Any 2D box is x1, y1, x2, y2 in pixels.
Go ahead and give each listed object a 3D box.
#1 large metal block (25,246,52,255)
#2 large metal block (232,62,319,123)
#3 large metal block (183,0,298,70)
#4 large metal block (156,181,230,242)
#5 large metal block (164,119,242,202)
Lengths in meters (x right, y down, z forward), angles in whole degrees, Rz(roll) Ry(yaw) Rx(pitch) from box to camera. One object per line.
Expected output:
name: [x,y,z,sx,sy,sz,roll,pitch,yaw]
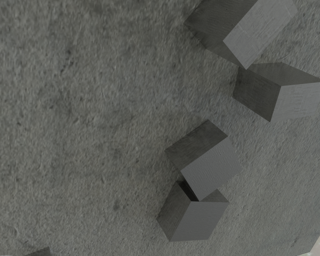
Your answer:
large metal block: [-0.182,0.225,0.431,0.081,0.050,0.079,-17,125,-19]
large metal block: [0.162,-0.053,0.430,0.081,0.080,0.050,-8,122,-25]
large metal block: [0.086,-0.123,0.344,0.080,0.080,0.050,-49,129,6]
large metal block: [0.053,0.136,0.506,0.081,0.050,0.079,11,113,-33]
large metal block: [0.065,0.048,0.458,0.080,0.050,0.080,-35,129,-5]
